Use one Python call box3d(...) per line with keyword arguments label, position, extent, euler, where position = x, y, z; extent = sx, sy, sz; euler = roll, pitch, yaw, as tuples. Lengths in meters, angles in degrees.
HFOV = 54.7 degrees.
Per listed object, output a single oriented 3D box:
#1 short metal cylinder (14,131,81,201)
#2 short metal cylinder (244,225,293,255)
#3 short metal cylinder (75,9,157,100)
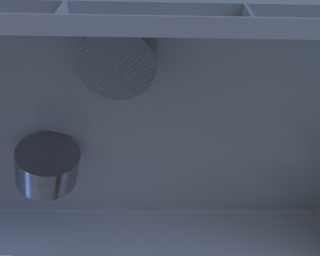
box3d(label="short metal cylinder", position=(-0.150, 0.050, 0.414), extent=(0.081, 0.080, 0.050), euler=(11, 129, -10))
box3d(label="short metal cylinder", position=(0.198, 0.227, 0.571), extent=(0.080, 0.080, 0.050), euler=(-2, 130, 2))
box3d(label="short metal cylinder", position=(-0.044, -0.076, 0.327), extent=(0.081, 0.050, 0.079), euler=(0, 130, 0))
